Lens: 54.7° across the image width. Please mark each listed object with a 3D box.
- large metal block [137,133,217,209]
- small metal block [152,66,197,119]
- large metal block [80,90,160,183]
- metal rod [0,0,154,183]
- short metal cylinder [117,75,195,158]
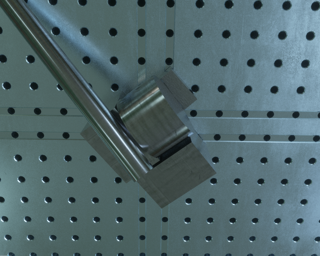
[{"bbox_3d":[0.019,0.043,0.398,0.080,0.080,0.050,-36,107,12],"label":"large metal block"},{"bbox_3d":[0.011,-0.042,0.399,0.050,0.025,0.050,-40,106,13],"label":"small metal block"},{"bbox_3d":[-0.045,0.008,0.387,0.050,0.080,0.080,-36,107,12],"label":"large metal block"},{"bbox_3d":[-0.109,-0.069,0.331,0.025,0.025,0.300,-40,85,13],"label":"metal rod"},{"bbox_3d":[-0.004,-0.013,0.352,0.050,0.080,0.080,-35,107,12],"label":"short metal cylinder"}]
